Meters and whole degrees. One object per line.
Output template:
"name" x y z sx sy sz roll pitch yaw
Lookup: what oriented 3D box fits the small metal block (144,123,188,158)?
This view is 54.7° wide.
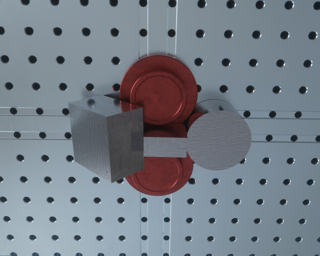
"small metal block" 0.006 0.014 0.381 0.050 0.050 0.025 1 110 -1

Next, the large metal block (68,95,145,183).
"large metal block" -0.066 0.010 0.381 0.050 0.080 0.079 -19 118 -41

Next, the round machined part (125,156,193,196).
"round machined part" -0.003 0.052 0.423 0.099 0.042 0.097 0 110 0

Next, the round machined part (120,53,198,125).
"round machined part" -0.002 -0.042 0.389 0.099 0.042 0.097 0 110 0

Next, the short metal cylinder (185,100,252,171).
"short metal cylinder" 0.072 0.008 0.402 0.081 0.050 0.079 0 110 0
